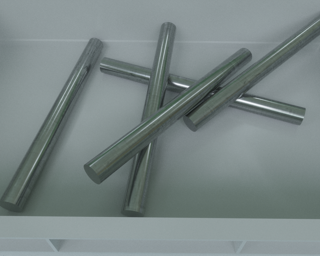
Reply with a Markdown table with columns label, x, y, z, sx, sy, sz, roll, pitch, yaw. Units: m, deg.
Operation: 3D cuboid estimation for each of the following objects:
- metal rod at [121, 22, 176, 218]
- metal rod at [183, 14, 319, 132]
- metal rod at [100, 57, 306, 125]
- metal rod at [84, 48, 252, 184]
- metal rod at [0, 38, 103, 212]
| label | x | y | z | sx | sy | sz | roll | pitch | yaw |
| --- | --- | --- | --- | --- | --- | --- | --- | --- | --- |
| metal rod | -0.008 | -0.033 | 0.409 | 0.025 | 0.025 | 0.300 | 7 | 57 | 5 |
| metal rod | 0.154 | -0.091 | 0.437 | 0.301 | 0.025 | 0.025 | -37 | 59 | -17 |
| metal rod | 0.052 | -0.057 | 0.453 | 0.301 | 0.025 | 0.025 | 17 | 52 | 13 |
| metal rod | 0.031 | -0.032 | 0.391 | 0.025 | 0.025 | 0.302 | 34 | 53 | 25 |
| metal rod | -0.134 | -0.029 | 0.427 | 0.025 | 0.025 | 0.300 | 8 | 50 | 6 |
